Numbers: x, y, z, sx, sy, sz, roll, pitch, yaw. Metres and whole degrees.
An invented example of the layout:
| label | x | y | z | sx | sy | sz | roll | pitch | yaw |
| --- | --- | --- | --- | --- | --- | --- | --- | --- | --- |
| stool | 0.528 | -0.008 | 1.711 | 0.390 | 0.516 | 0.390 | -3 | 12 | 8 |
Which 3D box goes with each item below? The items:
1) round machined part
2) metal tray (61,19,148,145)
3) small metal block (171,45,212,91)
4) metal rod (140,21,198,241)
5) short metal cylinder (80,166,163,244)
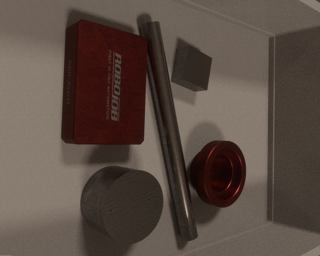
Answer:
| label | x | y | z | sx | sy | sz | roll | pitch | yaw |
| --- | --- | --- | --- | --- | --- | --- | --- | --- | --- |
| round machined part | 0.084 | 0.067 | 0.469 | 0.099 | 0.042 | 0.097 | 0 | 90 | -40 |
| metal tray | -0.061 | -0.046 | 0.354 | 0.091 | 0.030 | 0.129 | 3 | 88 | -40 |
| small metal block | 0.046 | -0.085 | 0.448 | 0.050 | 0.025 | 0.050 | 16 | 80 | -39 |
| metal rod | 0.014 | 0.011 | 0.420 | 0.025 | 0.025 | 0.298 | -18 | 102 | -39 |
| short metal cylinder | -0.043 | 0.086 | 0.356 | 0.081 | 0.050 | 0.079 | 0 | 90 | -40 |
